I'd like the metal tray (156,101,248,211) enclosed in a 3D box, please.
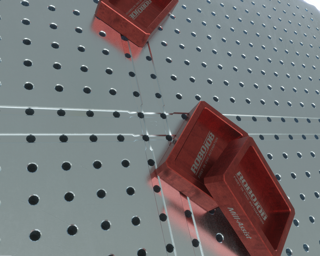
[{"bbox_3d":[0.063,0.033,0.419,0.090,0.030,0.130,36,51,-4],"label":"metal tray"}]

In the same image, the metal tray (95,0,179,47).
[{"bbox_3d":[-0.034,-0.200,0.510,0.090,0.030,0.130,35,51,-6],"label":"metal tray"}]

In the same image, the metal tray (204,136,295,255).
[{"bbox_3d":[0.116,0.087,0.387,0.130,0.030,0.090,57,46,-11],"label":"metal tray"}]
